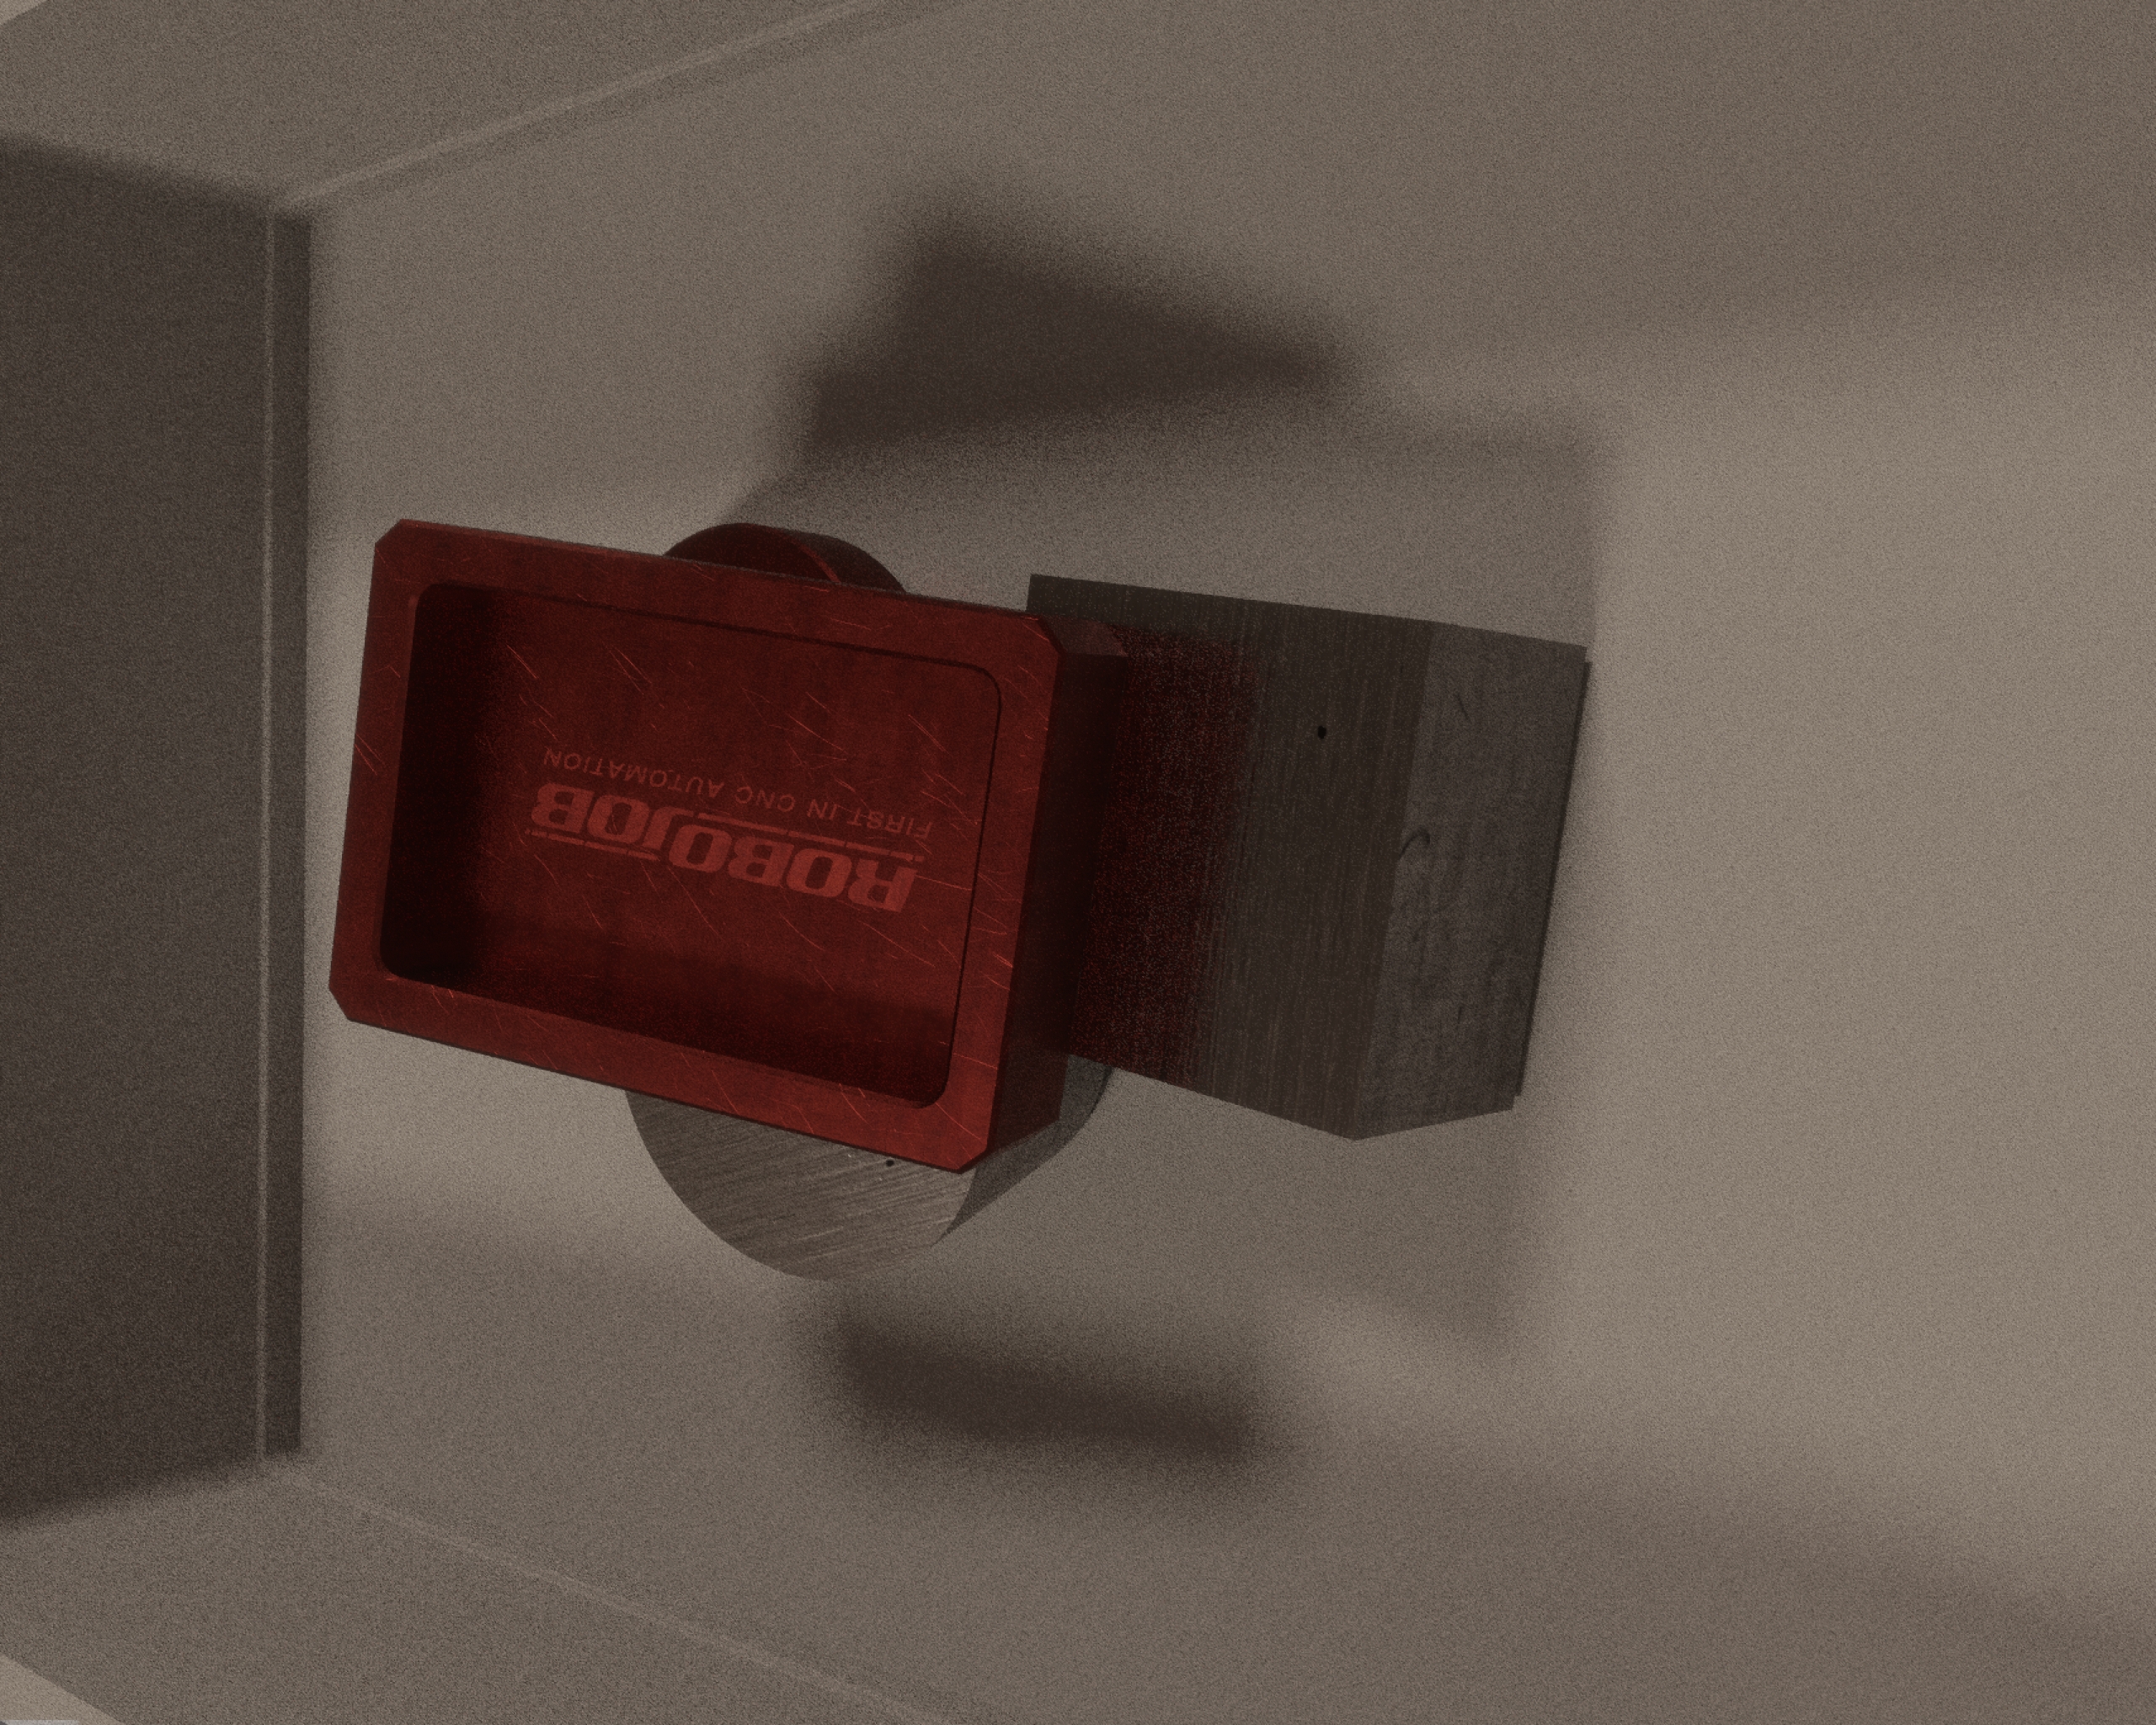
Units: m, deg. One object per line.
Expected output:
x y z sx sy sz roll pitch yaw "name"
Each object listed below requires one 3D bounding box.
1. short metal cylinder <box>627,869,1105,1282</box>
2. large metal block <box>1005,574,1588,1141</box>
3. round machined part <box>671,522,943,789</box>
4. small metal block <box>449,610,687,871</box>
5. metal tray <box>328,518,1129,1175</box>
-0.041 0.034 0.405 0.080 0.050 0.079 7 106 26 "short metal cylinder"
0.033 -0.004 0.358 0.080 0.050 0.079 13 98 39 "large metal block"
-0.078 -0.026 0.455 0.098 0.042 0.097 0 90 39 "round machined part"
-0.108 -0.025 0.420 0.025 0.050 0.050 16 100 38 "small metal block"
-0.063 -0.006 0.359 0.130 0.030 0.089 11 97 19 "metal tray"
